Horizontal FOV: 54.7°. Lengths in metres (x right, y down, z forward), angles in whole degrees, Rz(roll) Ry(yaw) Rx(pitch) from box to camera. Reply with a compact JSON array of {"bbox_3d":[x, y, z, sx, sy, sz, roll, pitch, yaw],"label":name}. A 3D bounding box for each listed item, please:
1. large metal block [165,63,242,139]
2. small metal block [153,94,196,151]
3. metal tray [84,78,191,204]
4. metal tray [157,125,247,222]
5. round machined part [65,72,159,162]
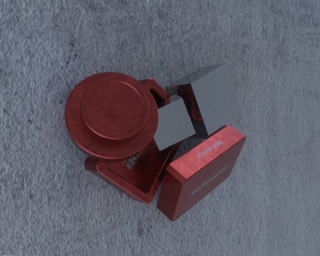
[{"bbox_3d":[0.064,-0.039,0.444,0.081,0.050,0.080,-34,111,-35],"label":"large metal block"},{"bbox_3d":[0.010,-0.007,0.385,0.050,0.025,0.050,-26,111,-8],"label":"small metal block"},{"bbox_3d":[-0.021,0.015,0.384,0.090,0.030,0.130,42,64,-32],"label":"metal tray"},{"bbox_3d":[0.057,0.060,0.421,0.131,0.030,0.089,-29,144,-36],"label":"metal tray"},{"bbox_3d":[-0.049,-0.016,0.327,0.099,0.042,0.098,4,72,-14],"label":"round machined part"}]
